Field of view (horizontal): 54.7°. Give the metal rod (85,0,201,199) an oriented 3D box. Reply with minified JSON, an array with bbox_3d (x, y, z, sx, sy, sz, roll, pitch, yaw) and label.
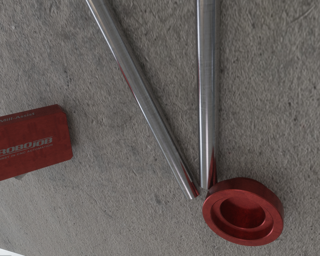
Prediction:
[{"bbox_3d":[-0.017,-0.034,0.394,0.025,0.025,0.299,-14,111,34],"label":"metal rod"}]

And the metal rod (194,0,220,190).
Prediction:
[{"bbox_3d":[0.053,-0.054,0.345,0.025,0.025,0.298,9,122,23],"label":"metal rod"}]

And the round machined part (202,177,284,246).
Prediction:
[{"bbox_3d":[0.108,0.102,0.399,0.098,0.042,0.097,12,126,17],"label":"round machined part"}]

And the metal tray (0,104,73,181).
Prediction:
[{"bbox_3d":[-0.204,0.023,0.464,0.030,0.131,0.089,42,140,46],"label":"metal tray"}]

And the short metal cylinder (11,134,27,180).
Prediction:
[{"bbox_3d":[-0.248,0.043,0.524,0.080,0.050,0.080,38,163,14],"label":"short metal cylinder"}]
